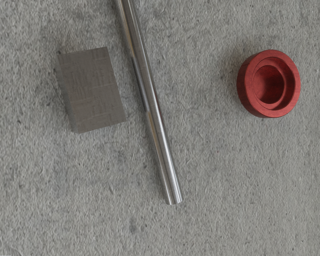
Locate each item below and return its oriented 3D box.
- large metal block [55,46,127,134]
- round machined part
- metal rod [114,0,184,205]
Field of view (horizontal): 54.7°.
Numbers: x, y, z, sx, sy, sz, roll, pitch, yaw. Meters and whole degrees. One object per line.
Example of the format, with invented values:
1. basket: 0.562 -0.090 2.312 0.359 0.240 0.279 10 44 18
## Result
1. large metal block: -0.081 -0.039 0.350 0.050 0.080 0.080 -16 96 -20
2. round machined part: 0.155 -0.063 0.459 0.099 0.042 0.097 0 90 -21
3. metal rod: -0.017 -0.046 0.403 0.025 0.025 0.298 -16 96 -20
